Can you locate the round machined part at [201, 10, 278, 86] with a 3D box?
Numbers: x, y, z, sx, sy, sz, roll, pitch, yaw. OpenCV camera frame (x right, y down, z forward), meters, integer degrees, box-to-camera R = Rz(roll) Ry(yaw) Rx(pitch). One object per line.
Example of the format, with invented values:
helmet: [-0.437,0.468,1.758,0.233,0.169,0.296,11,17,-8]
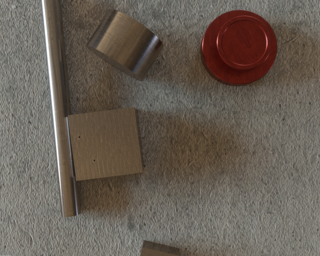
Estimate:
round machined part: [0.104,-0.106,0.403,0.099,0.042,0.097,0,90,-1]

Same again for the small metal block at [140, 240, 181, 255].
small metal block: [-0.004,0.183,0.410,0.050,0.025,0.050,13,90,-1]

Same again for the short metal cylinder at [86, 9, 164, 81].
short metal cylinder: [-0.043,-0.100,0.382,0.080,0.080,0.050,31,90,-1]

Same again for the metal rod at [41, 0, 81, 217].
metal rod: [-0.131,-0.035,0.408,0.025,0.025,0.298,-6,90,-1]

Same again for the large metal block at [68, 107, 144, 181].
large metal block: [-0.066,0.019,0.397,0.081,0.050,0.079,-7,90,-1]
